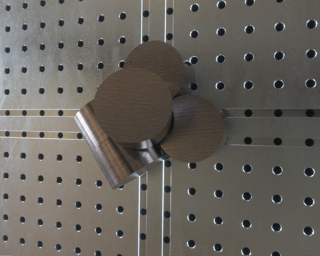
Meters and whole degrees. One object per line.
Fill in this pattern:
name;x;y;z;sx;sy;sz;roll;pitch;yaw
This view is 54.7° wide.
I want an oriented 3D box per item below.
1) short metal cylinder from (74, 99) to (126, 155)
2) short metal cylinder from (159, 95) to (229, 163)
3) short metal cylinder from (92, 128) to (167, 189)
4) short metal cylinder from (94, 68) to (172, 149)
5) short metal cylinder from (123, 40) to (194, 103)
short metal cylinder;-0.063;-0.007;0.405;0.080;0.080;0.050;-35;79;16
short metal cylinder;0.042;0.001;0.383;0.080;0.050;0.079;0;90;19
short metal cylinder;-0.038;0.036;0.395;0.080;0.080;0.050;-35;79;16
short metal cylinder;-0.027;-0.019;0.339;0.081;0.050;0.080;0;78;2
short metal cylinder;-0.001;-0.066;0.398;0.080;0.050;0.079;0;90;19
